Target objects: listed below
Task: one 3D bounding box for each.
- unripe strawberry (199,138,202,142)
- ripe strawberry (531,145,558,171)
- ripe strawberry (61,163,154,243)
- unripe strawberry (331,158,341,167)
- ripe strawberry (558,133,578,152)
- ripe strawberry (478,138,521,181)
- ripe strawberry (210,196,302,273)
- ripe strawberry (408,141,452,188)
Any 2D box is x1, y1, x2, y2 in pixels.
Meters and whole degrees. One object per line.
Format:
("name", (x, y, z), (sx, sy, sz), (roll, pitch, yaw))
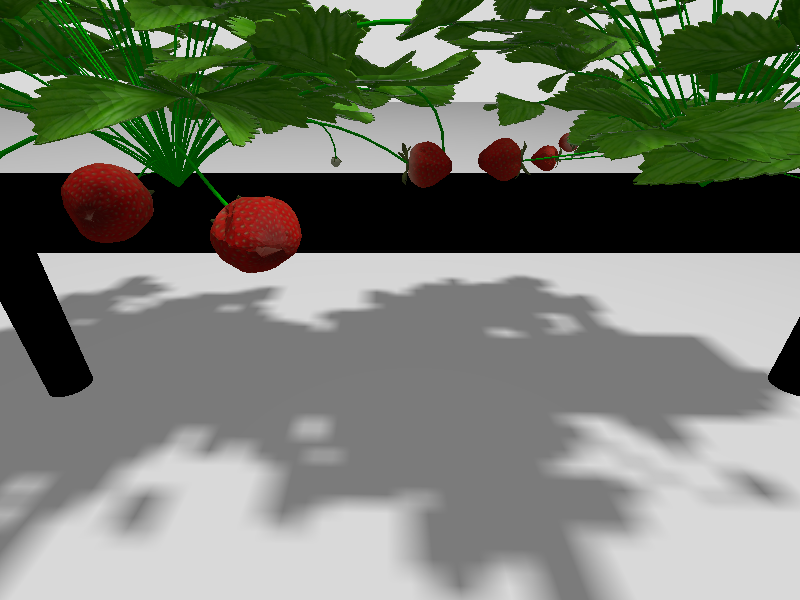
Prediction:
("unripe strawberry", (-0.243, -0.194, 0.493), (0.009, 0.010, 0.010), (-8, 29, -15))
("ripe strawberry", (0.145, -0.142, 0.402), (0.025, 0.024, 0.027), (16, 31, 28))
("ripe strawberry", (-0.156, -0.050, 0.213), (0.040, 0.042, 0.043), (-7, 29, -12))
("unripe strawberry", (-0.067, -0.144, 0.419), (0.010, 0.010, 0.009), (-18, 33, -31))
("ripe strawberry", (0.220, -0.205, 0.522), (0.027, 0.024, 0.024), (-5, 14, -10))
("ripe strawberry", (0.088, -0.124, 0.355), (0.036, 0.036, 0.040), (3, 28, 7))
("ripe strawberry", (-0.060, -0.027, 0.172), (0.038, 0.034, 0.034), (-18, 33, -31))
("ripe strawberry", (0.025, -0.111, 0.329), (0.037, 0.036, 0.040), (1, 28, 1))
